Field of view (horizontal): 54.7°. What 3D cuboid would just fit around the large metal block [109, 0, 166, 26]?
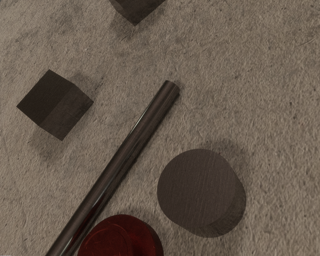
[{"bbox_3d":[-0.045,-0.243,0.559,0.080,0.050,0.080,-41,51,0],"label":"large metal block"}]

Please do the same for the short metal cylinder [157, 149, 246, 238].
[{"bbox_3d":[0.044,0.068,0.322,0.080,0.050,0.080,-13,56,20],"label":"short metal cylinder"}]

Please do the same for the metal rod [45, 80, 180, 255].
[{"bbox_3d":[-0.064,0.064,0.396,0.025,0.025,0.300,24,74,36],"label":"metal rod"}]

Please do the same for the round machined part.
[{"bbox_3d":[-0.049,0.141,0.331,0.098,0.042,0.098,-13,56,20],"label":"round machined part"}]

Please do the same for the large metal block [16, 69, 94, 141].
[{"bbox_3d":[-0.168,-0.038,0.497,0.080,0.050,0.080,30,78,37],"label":"large metal block"}]
